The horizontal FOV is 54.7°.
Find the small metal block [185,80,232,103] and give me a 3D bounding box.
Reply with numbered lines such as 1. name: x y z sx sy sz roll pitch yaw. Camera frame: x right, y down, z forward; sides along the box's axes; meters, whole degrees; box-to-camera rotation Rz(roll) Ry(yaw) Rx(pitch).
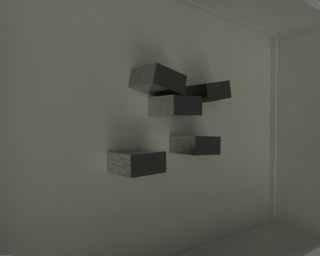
1. small metal block: 0.066 -0.051 0.445 0.050 0.050 0.025 -14 99 -39

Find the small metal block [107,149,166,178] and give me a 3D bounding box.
1. small metal block: -0.028 0.040 0.367 0.050 0.050 0.025 -2 92 -40

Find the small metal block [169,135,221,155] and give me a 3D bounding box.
1. small metal block: 0.048 0.023 0.431 0.050 0.050 0.025 3 89 -40

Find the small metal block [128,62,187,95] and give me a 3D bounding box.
1. small metal block: -0.003 -0.058 0.387 0.050 0.050 0.025 15 81 -39

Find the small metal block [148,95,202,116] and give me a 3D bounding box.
1. small metal block: 0.020 -0.029 0.407 0.050 0.050 0.025 -2 91 -40
